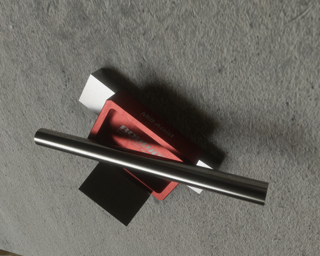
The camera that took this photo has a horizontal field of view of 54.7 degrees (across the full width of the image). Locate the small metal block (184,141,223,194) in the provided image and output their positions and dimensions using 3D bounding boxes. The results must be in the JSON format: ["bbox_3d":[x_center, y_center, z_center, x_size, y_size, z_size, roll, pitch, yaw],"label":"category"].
[{"bbox_3d":[0.047,0.053,0.415,0.050,0.025,0.050,33,129,6],"label":"small metal block"}]

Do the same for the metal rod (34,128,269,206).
[{"bbox_3d":[-0.027,0.040,0.375,0.301,0.025,0.025,12,123,21],"label":"metal rod"}]

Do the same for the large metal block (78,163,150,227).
[{"bbox_3d":[-0.059,0.087,0.445,0.080,0.080,0.050,37,87,3],"label":"large metal block"}]

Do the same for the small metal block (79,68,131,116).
[{"bbox_3d":[-0.075,-0.044,0.419,0.050,0.025,0.050,38,129,2],"label":"small metal block"}]

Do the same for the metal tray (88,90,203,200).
[{"bbox_3d":[-0.023,0.024,0.397,0.130,0.030,0.089,37,129,2],"label":"metal tray"}]
